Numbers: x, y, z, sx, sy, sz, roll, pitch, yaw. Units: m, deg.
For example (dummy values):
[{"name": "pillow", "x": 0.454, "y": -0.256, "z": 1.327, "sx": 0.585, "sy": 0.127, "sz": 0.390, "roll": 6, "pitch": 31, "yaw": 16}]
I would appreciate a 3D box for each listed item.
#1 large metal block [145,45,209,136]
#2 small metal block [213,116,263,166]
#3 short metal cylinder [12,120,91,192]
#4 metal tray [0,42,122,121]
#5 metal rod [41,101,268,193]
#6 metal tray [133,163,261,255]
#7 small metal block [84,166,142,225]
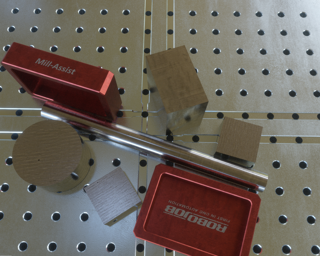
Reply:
[{"name": "large metal block", "x": 0.019, "y": -0.045, "z": 0.400, "sx": 0.050, "sy": 0.080, "sz": 0.080, "roll": -17, "pitch": 71, "yaw": -6}, {"name": "small metal block", "x": 0.102, "y": 0.018, "z": 0.405, "sx": 0.050, "sy": 0.025, "sz": 0.050, "roll": 16, "pitch": 71, "yaw": 5}, {"name": "short metal cylinder", "x": -0.131, "y": 0.036, "z": 0.383, "sx": 0.081, "sy": 0.050, "sz": 0.080, "roll": 0, "pitch": 70, "yaw": 0}, {"name": "metal tray", "x": -0.119, "y": -0.056, "z": 0.395, "sx": 0.131, "sy": 0.090, "sz": 0.030, "roll": 18, "pitch": 71, "yaw": 6}, {"name": "metal rod", "x": -0.012, "y": 0.022, "z": 0.403, "sx": 0.301, "sy": 0.025, "sz": 0.025, "roll": 18, "pitch": 71, "yaw": 6}, {"name": "metal tray", "x": 0.044, "y": 0.105, "z": 0.370, "sx": 0.131, "sy": 0.030, "sz": 0.090, "roll": 17, "pitch": 71, "yaw": 6}, {"name": "small metal block", "x": -0.057, "y": 0.084, "z": 0.381, "sx": 0.050, "sy": 0.025, "sz": 0.050, "roll": -31, "pitch": 73, "yaw": -11}]
